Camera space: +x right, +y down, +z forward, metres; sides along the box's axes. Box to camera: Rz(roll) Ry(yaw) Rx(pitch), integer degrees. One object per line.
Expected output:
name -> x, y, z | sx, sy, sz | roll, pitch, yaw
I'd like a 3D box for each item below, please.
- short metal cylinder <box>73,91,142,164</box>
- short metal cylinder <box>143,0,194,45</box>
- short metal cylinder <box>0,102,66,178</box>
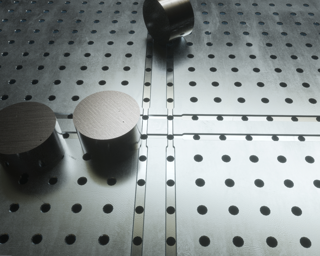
short metal cylinder -> -0.064, -0.002, 0.392 | 0.081, 0.050, 0.080 | 0, 50, 0
short metal cylinder -> 0.014, -0.190, 0.532 | 0.050, 0.080, 0.080 | -29, 56, -22
short metal cylinder -> -0.162, 0.014, 0.379 | 0.081, 0.050, 0.080 | 0, 50, 0
